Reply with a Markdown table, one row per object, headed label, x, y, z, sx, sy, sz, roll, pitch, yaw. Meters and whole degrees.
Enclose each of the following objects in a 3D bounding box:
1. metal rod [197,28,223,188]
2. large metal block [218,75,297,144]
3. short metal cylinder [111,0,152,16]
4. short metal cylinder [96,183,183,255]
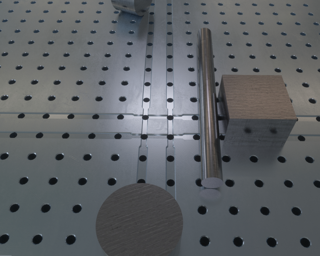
| label | x | y | z | sx | sy | sz | roll | pitch | yaw |
| --- | --- | --- | --- | --- | --- | --- | --- | --- | --- |
| metal rod | 0.069 | -0.052 | 0.451 | 0.025 | 0.025 | 0.300 | 3 | 50 | 2 |
| large metal block | 0.124 | -0.025 | 0.413 | 0.080 | 0.050 | 0.080 | 1 | 50 | 0 |
| short metal cylinder | -0.051 | -0.261 | 0.591 | 0.050 | 0.080 | 0.080 | 21 | 53 | 16 |
| short metal cylinder | -0.019 | 0.102 | 0.305 | 0.080 | 0.050 | 0.080 | 0 | 50 | 0 |
